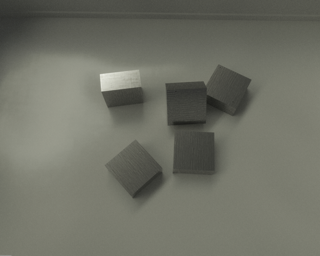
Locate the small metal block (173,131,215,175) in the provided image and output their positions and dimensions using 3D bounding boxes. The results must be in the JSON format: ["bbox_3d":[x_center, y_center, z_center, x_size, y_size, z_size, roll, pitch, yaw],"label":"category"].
[{"bbox_3d":[0.043,0.032,0.398,0.050,0.025,0.050,3,70,1],"label":"small metal block"}]

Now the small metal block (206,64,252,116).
[{"bbox_3d":[0.091,-0.053,0.429,0.050,0.025,0.050,28,72,9],"label":"small metal block"}]

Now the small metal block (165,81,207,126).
[{"bbox_3d":[0.034,-0.032,0.406,0.050,0.050,0.025,-3,28,-1],"label":"small metal block"}]

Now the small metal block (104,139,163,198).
[{"bbox_3d":[-0.032,0.051,0.390,0.050,0.025,0.050,-40,75,-13],"label":"small metal block"}]

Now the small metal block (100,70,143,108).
[{"bbox_3d":[-0.050,-0.052,0.415,0.050,0.050,0.025,-7,70,-3],"label":"small metal block"}]
